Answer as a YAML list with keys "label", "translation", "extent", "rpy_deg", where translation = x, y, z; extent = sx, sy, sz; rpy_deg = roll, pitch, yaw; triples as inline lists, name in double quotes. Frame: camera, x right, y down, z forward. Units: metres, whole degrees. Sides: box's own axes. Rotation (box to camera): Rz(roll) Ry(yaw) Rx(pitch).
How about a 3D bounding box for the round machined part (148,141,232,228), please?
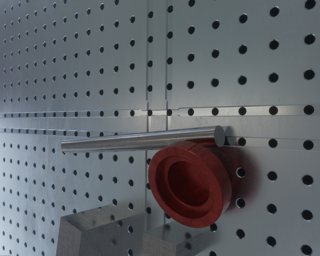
- label: "round machined part"
  translation: [0.037, 0.060, 0.356]
  extent: [0.098, 0.042, 0.097]
  rpy_deg: [15, 117, 34]

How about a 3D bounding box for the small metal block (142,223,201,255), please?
- label: "small metal block"
  translation: [0.015, 0.141, 0.381]
  extent: [0.050, 0.050, 0.025]
  rpy_deg: [5, 93, 40]

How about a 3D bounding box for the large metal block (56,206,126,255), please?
- label: "large metal block"
  translation: [-0.102, 0.170, 0.458]
  extent: [0.050, 0.081, 0.079]
  rpy_deg: [16, 100, 39]

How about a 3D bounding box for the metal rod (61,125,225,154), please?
- label: "metal rod"
  translation: [-0.047, 0.021, 0.448]
  extent: [0.300, 0.025, 0.025]
  rpy_deg: [-6, 87, 39]
